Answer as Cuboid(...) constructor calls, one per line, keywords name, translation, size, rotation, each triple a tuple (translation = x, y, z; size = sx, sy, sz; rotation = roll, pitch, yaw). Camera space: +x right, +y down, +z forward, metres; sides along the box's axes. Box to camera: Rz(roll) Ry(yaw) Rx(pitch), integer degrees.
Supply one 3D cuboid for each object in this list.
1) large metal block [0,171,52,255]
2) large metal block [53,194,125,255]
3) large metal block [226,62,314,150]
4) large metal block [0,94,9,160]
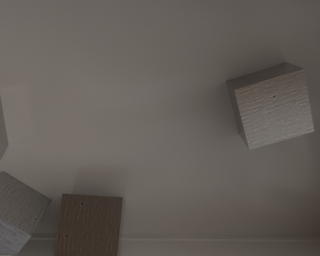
Cuboid(name="large metal block", translation=(-0.208, 0.117, 0.423), size=(0.080, 0.080, 0.050), rotation=(36, 106, -12))
Cuboid(name="large metal block", translation=(-0.093, 0.135, 0.427), size=(0.081, 0.050, 0.080), rotation=(4, 74, -2))
Cuboid(name="large metal block", translation=(0.136, -0.028, 0.389), size=(0.080, 0.050, 0.080), rotation=(-17, 109, 6))
Cuboid(name="large metal block", translation=(-0.243, -0.002, 0.385), size=(0.081, 0.050, 0.079), rotation=(-4, 111, -14))
